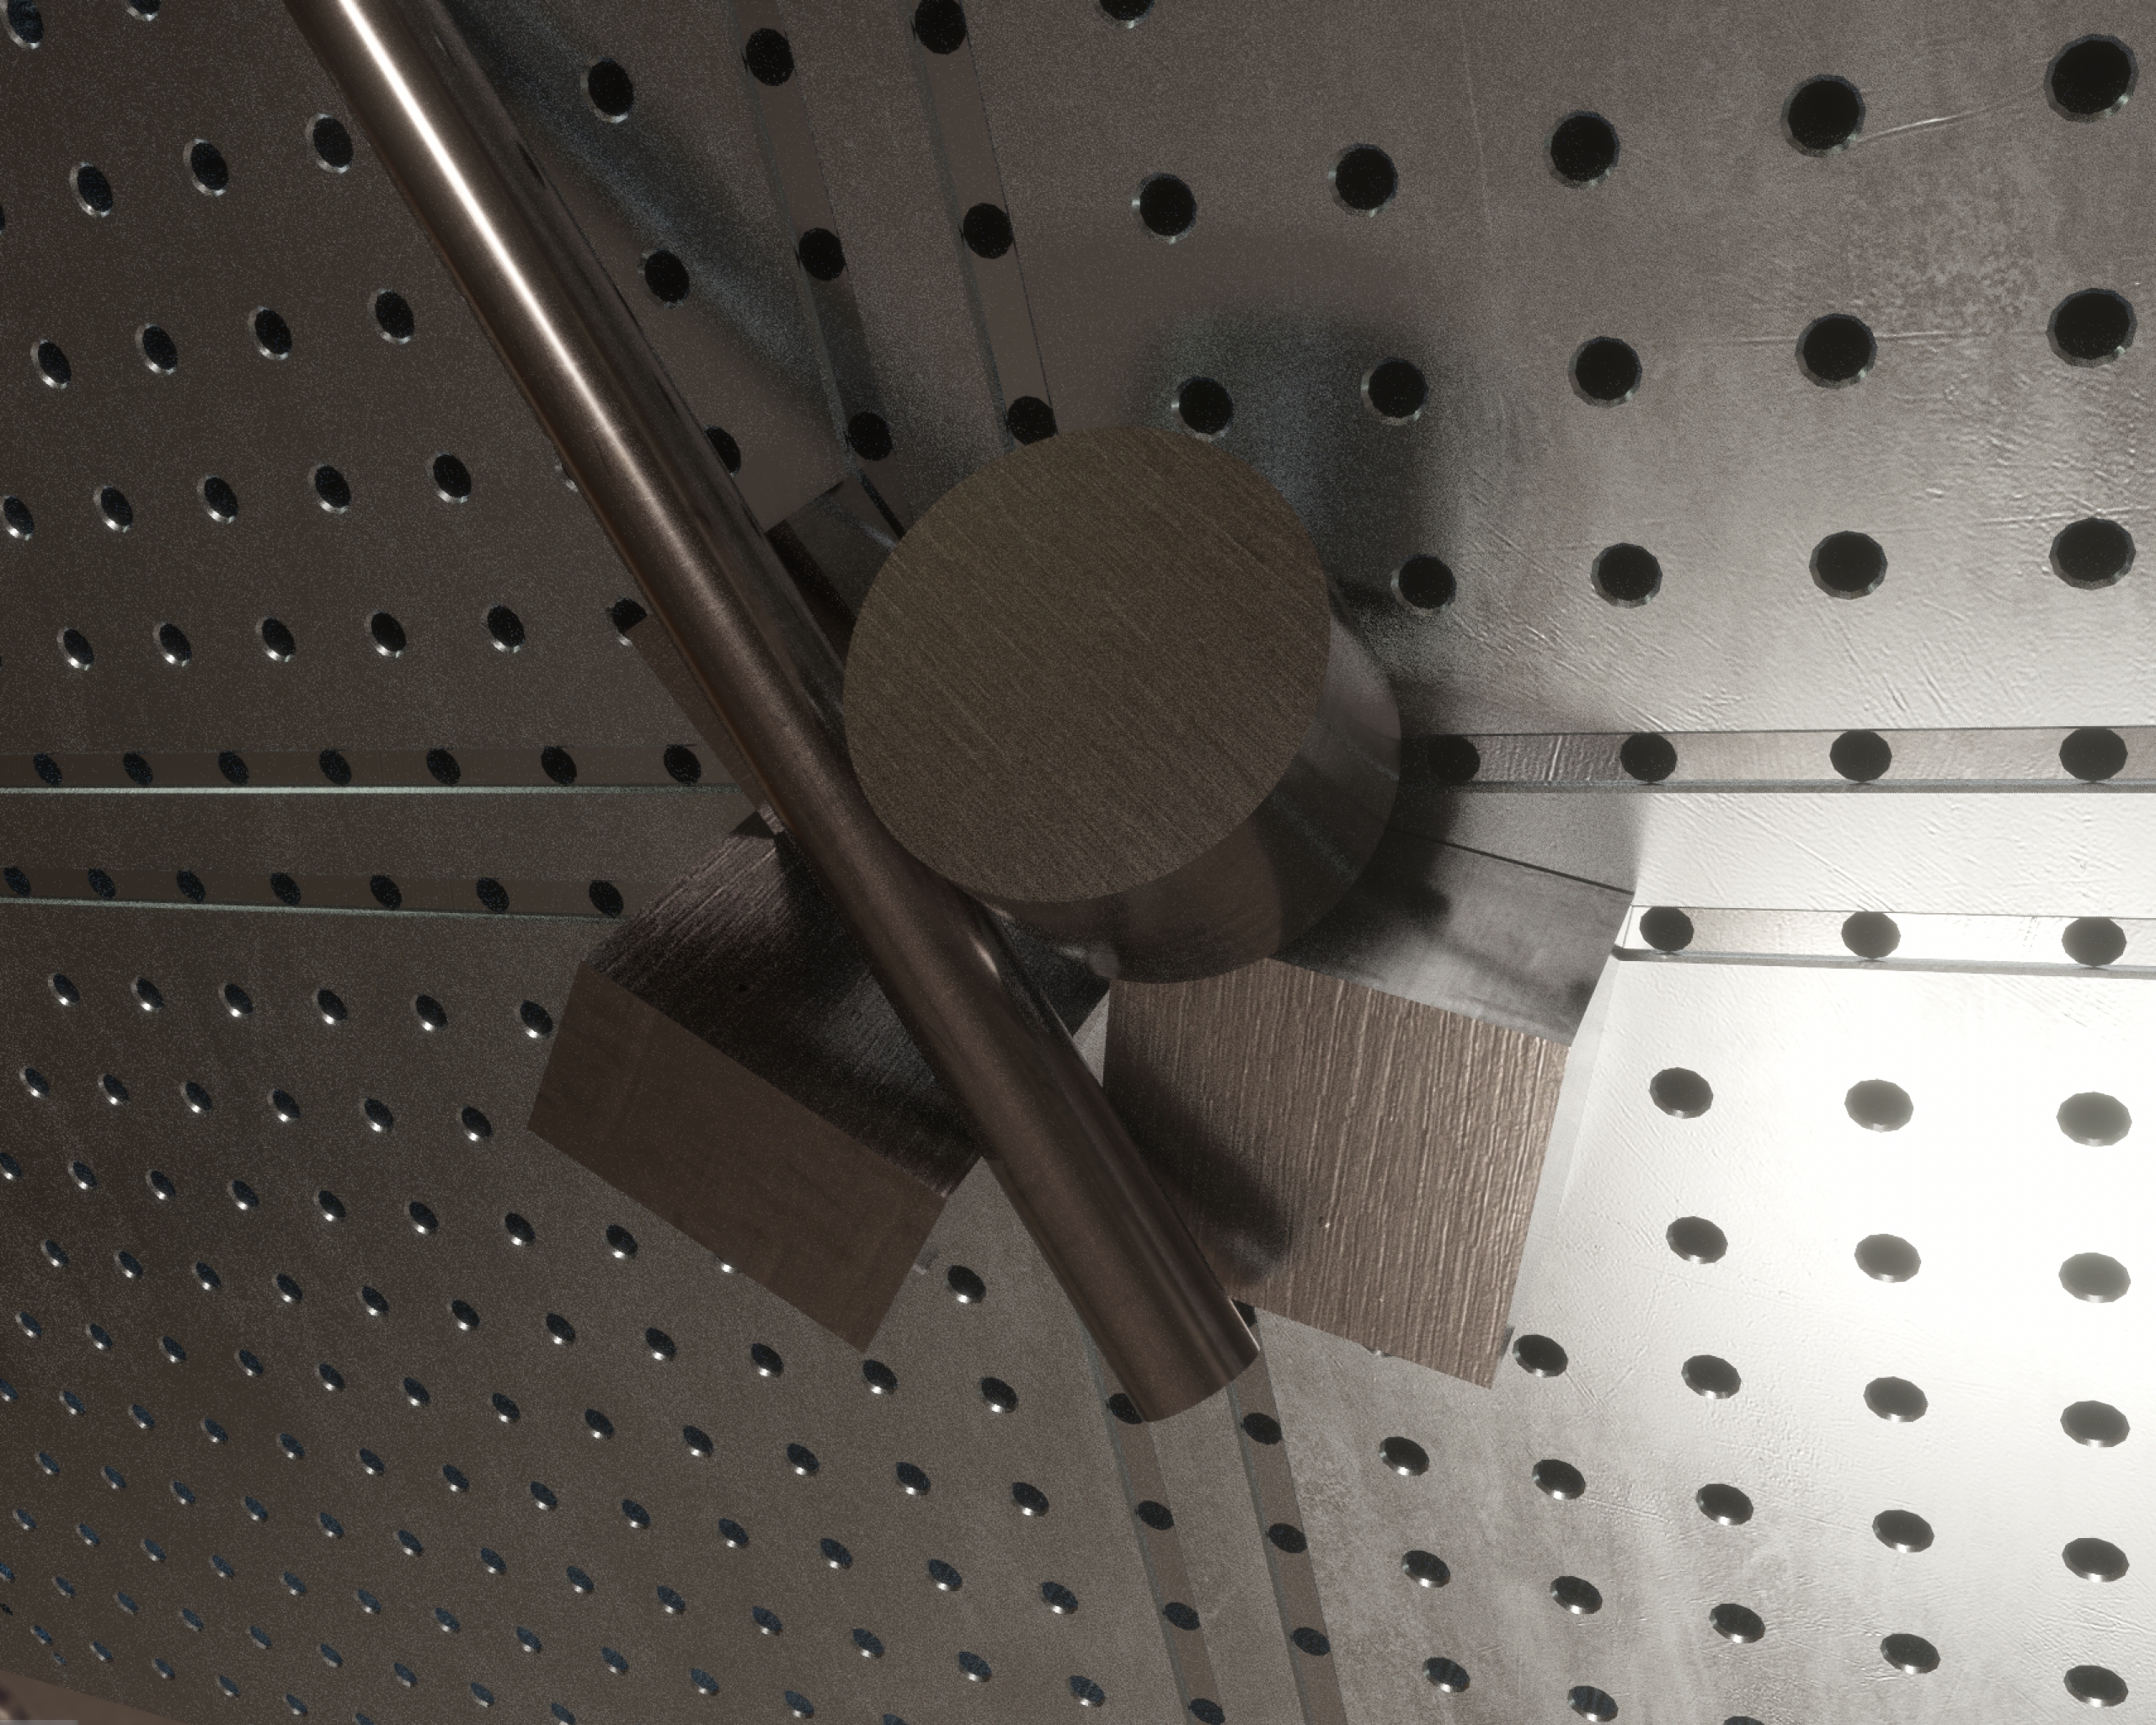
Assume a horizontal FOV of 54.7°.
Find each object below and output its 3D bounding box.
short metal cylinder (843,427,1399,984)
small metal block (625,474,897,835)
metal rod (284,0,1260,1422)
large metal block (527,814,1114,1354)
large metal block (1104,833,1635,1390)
[{"bbox_3d":[0.009,-0.025,0.346,0.080,0.080,0.050,8,166,23],"label":"short metal cylinder"},{"bbox_3d":[-0.052,-0.040,0.413,0.050,0.025,0.050,-27,104,37],"label":"small metal block"},{"bbox_3d":[-0.055,-0.033,0.379,0.025,0.025,0.299,-31,90,37],"label":"metal rod"},{"bbox_3d":[-0.049,0.037,0.422,0.080,0.080,0.050,32,128,7],"label":"large metal block"},{"bbox_3d":[0.051,0.041,0.391,0.080,0.050,0.079,16,125,18],"label":"large metal block"}]
